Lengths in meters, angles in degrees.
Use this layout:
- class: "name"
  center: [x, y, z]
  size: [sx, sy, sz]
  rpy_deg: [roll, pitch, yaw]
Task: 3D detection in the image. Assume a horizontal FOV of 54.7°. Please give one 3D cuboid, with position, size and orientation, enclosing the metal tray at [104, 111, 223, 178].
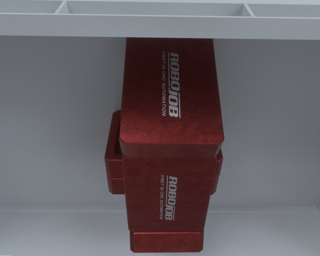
- class: "metal tray"
  center: [0.004, 0.018, 0.380]
  size: [0.131, 0.090, 0.030]
  rpy_deg: [1, 130, -1]

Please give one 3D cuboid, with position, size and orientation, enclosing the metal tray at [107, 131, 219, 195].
- class: "metal tray"
  center: [0.003, 0.041, 0.400]
  size: [0.131, 0.090, 0.030]
  rpy_deg: [1, 130, -1]

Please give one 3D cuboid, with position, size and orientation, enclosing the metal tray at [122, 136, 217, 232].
- class: "metal tray"
  center: [0.008, 0.067, 0.342]
  size: [0.091, 0.030, 0.129]
  rpy_deg: [0, 130, -1]

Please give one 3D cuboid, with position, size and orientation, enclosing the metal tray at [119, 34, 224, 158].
- class: "metal tray"
  center: [0.010, -0.036, 0.307]
  size: [0.091, 0.130, 0.030]
  rpy_deg: [1, 150, -1]

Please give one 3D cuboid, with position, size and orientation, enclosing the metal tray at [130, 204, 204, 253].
- class: "metal tray"
  center: [0.008, 0.119, 0.438]
  size: [0.091, 0.130, 0.030]
  rpy_deg: [0, 109, -1]
